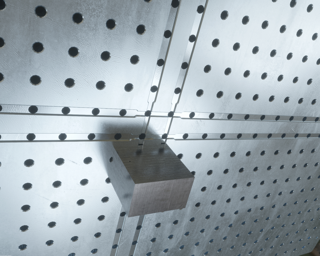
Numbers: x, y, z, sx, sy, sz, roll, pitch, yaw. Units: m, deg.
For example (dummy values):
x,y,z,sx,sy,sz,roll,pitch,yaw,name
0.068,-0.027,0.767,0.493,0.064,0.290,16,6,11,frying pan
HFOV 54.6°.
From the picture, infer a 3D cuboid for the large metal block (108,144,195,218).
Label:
x,y,z,sx,sy,sz,roll,pitch,yaw,name
-0.014,0.065,0.407,0.081,0.080,0.050,-1,119,-28,large metal block
